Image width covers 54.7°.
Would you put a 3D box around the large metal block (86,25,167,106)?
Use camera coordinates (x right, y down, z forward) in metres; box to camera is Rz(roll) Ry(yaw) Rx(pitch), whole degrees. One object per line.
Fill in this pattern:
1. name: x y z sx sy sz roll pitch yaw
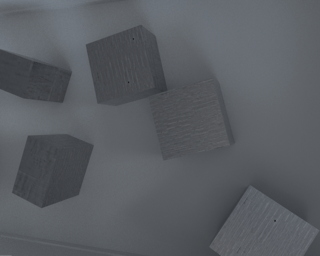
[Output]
1. large metal block: -0.043 -0.079 0.411 0.080 0.050 0.080 -13 86 19

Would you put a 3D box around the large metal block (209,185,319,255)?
1. large metal block: 0.112 0.121 0.347 0.080 0.050 0.080 34 85 16

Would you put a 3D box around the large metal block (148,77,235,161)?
1. large metal block: 0.040 -0.009 0.383 0.080 0.050 0.080 -15 85 19

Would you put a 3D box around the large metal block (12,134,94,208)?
1. large metal block: -0.146 0.055 0.431 0.050 0.080 0.080 20 97 18

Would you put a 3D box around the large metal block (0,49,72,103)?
1. large metal block: -0.190 -0.075 0.447 0.080 0.080 0.050 21 97 18
